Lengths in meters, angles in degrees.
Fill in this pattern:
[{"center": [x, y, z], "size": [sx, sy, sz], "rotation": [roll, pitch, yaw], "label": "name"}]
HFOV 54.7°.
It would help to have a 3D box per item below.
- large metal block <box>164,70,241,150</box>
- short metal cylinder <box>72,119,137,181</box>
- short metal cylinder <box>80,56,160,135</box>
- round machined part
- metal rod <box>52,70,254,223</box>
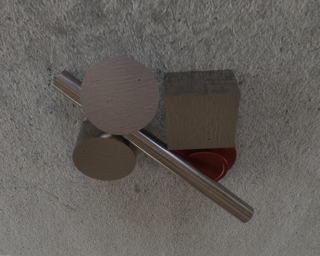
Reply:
[{"center": [0.047, -0.021, 0.372], "size": [0.080, 0.050, 0.079], "rotation": [-3, 130, 2], "label": "large metal block"}, {"center": [-0.071, 0.025, 0.414], "size": [0.081, 0.050, 0.079], "rotation": [0, 130, 0], "label": "short metal cylinder"}, {"center": [-0.045, -0.034, 0.338], "size": [0.081, 0.050, 0.079], "rotation": [-1, 92, -14], "label": "short metal cylinder"}, {"center": [0.058, 0.044, 0.434], "size": [0.099, 0.042, 0.097], "rotation": [0, 130, 0], "label": "round machined part"}, {"center": [0.000, 0.030, 0.390], "size": [0.301, 0.025, 0.025], "rotation": [37, 122, -12], "label": "metal rod"}]
